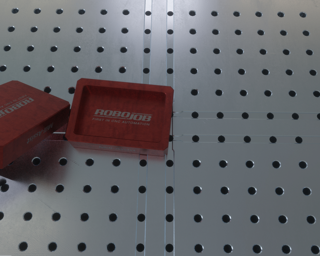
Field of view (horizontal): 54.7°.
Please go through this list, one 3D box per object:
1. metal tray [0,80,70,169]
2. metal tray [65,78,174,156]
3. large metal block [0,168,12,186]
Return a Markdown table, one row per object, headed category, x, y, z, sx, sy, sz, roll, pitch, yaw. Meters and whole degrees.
| category | x | y | z | sx | sy | sz | roll | pitch | yaw |
| --- | --- | --- | --- | --- | --- | --- | --- | --- | --- |
| metal tray | -0.182 | -0.011 | 0.370 | 0.090 | 0.030 | 0.131 | 22 | 30 | 8 |
| metal tray | -0.051 | -0.015 | 0.413 | 0.131 | 0.030 | 0.090 | 6 | 70 | 2 |
| large metal block | -0.239 | 0.055 | 0.361 | 0.080 | 0.080 | 0.050 | -31 | 74 | -11 |
